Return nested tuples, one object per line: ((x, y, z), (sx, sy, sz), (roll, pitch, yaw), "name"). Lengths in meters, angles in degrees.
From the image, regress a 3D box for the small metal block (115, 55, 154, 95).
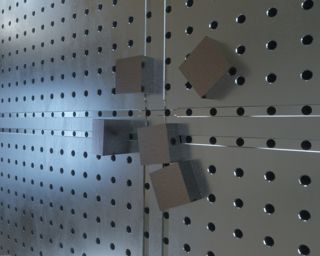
((-0.036, -0.073, 0.437), (0.050, 0.025, 0.050), (1, 91, 39), "small metal block")

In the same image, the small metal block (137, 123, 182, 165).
((-0.001, 0.022, 0.408), (0.050, 0.025, 0.050), (-10, 84, 39), "small metal block")

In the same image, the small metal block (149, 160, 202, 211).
((0.019, 0.073, 0.392), (0.050, 0.025, 0.050), (-27, 73, 36), "small metal block")

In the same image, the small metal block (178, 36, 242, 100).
((0.057, -0.069, 0.361), (0.050, 0.025, 0.050), (-47, 62, 29), "small metal block")

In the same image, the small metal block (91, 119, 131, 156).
((-0.071, 0.012, 0.449), (0.025, 0.050, 0.050), (5, 93, 39), "small metal block")
